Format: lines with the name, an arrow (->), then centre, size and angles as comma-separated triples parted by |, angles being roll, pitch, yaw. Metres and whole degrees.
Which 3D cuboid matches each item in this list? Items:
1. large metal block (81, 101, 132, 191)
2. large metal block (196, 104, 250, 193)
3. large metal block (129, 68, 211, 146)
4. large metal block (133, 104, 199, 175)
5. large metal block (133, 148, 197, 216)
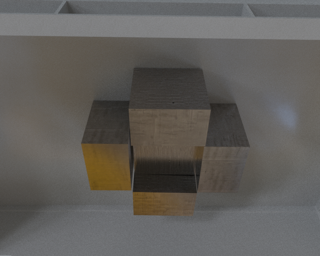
large metal block -> -0.060, 0.021, 0.389 | 0.050, 0.080, 0.079 | 1, 130, -1
large metal block -> 0.073, 0.025, 0.394 | 0.050, 0.080, 0.079 | 1, 130, -1
large metal block -> 0.009, -0.025, 0.349 | 0.081, 0.080, 0.050 | 1, 130, -1
large metal block -> 0.008, 0.015, 0.402 | 0.081, 0.050, 0.079 | 0, 130, -1
large metal block -> 0.005, 0.074, 0.434 | 0.081, 0.080, 0.050 | 1, 130, -1
